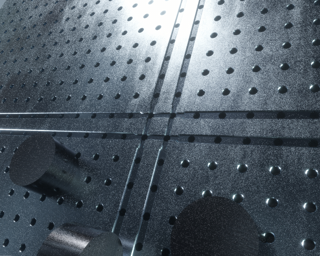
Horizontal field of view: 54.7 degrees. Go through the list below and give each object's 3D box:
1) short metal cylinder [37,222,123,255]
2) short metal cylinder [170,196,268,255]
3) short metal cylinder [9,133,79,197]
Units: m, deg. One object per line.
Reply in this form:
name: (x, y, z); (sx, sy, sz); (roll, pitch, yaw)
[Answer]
short metal cylinder: (-0.084, 0.145, 0.328); (0.050, 0.080, 0.080); (4, 64, 30)
short metal cylinder: (0.057, 0.111, 0.294); (0.080, 0.050, 0.080); (-13, 56, 21)
short metal cylinder: (-0.167, 0.053, 0.447); (0.080, 0.050, 0.080); (-13, 56, 21)
